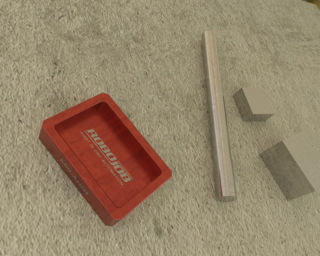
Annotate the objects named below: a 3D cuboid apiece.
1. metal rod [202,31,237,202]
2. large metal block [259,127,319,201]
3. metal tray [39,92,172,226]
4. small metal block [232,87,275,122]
[{"bbox_3d":[0.086,-0.037,0.474,0.025,0.025,0.299,14,56,-21],"label":"metal rod"},{"bbox_3d":[0.213,0.054,0.473,0.081,0.050,0.080,-17,71,-35],"label":"large metal block"},{"bbox_3d":[-0.060,0.031,0.350,0.091,0.030,0.130,-34,81,-38],"label":"metal tray"},{"bbox_3d":[0.155,-0.039,0.514,0.050,0.025,0.050,-1,62,-29],"label":"small metal block"}]
